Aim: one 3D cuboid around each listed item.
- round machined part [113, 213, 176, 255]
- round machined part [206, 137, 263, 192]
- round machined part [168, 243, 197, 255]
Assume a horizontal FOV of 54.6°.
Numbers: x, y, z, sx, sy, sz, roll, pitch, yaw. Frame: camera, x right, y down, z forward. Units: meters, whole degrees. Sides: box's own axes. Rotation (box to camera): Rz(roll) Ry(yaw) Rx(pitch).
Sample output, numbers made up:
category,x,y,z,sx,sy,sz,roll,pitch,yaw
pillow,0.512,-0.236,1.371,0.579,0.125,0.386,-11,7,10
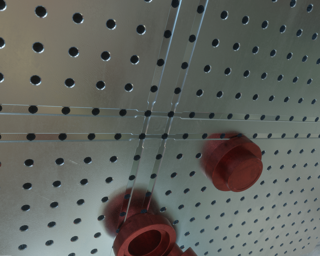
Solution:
category,x,y,z,sx,sy,sz,roll,pitch,yaw
round machined part,-0.027,0.174,0.491,0.099,0.042,0.097,-13,123,-20
round machined part,0.129,0.066,0.511,0.099,0.042,0.097,-14,124,-21
round machined part,0.015,0.239,0.537,0.098,0.042,0.098,-37,160,-15
